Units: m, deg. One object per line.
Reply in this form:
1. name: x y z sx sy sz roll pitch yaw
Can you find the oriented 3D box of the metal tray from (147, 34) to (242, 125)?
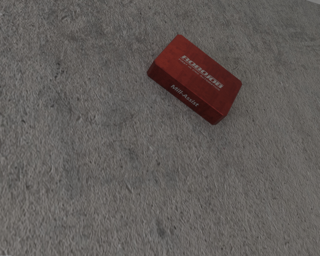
1. metal tray: 0.056 -0.076 0.476 0.130 0.030 0.090 37 51 -4
